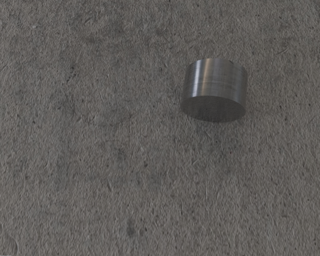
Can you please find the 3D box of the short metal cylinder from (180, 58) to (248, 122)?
[{"bbox_3d":[0.069,-0.045,0.396,0.080,0.080,0.050,9,70,3],"label":"short metal cylinder"}]
